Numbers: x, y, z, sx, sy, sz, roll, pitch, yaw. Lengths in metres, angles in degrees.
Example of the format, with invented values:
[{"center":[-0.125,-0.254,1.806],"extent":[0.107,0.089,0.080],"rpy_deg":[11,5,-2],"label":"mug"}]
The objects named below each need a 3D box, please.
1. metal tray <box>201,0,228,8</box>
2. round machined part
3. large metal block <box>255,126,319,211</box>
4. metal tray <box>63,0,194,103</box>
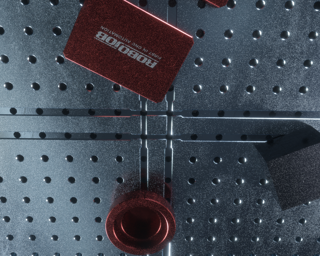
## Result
[{"center":[0.059,-0.210,0.333],"extent":[0.090,0.030,0.129],"rpy_deg":[24,108,-9],"label":"metal tray"},{"center":[-0.027,0.133,0.453],"extent":[0.099,0.042,0.097],"rpy_deg":[0,110,0],"label":"round machined part"},{"center":[0.186,0.054,0.422],"extent":[0.080,0.050,0.080],"rpy_deg":[-22,109,7],"label":"large metal block"},{"center":[-0.037,-0.099,0.374],"extent":[0.131,0.030,0.089],"rpy_deg":[26,108,-10],"label":"metal tray"}]
